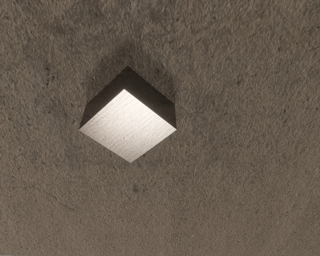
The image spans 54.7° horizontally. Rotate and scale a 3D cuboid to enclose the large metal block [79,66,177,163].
[{"bbox_3d":[-0.038,-0.014,0.378,0.080,0.050,0.080,-37,121,27],"label":"large metal block"}]
